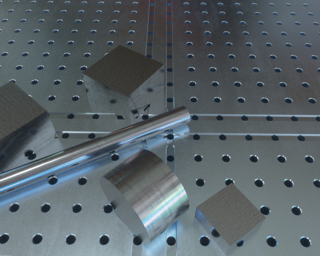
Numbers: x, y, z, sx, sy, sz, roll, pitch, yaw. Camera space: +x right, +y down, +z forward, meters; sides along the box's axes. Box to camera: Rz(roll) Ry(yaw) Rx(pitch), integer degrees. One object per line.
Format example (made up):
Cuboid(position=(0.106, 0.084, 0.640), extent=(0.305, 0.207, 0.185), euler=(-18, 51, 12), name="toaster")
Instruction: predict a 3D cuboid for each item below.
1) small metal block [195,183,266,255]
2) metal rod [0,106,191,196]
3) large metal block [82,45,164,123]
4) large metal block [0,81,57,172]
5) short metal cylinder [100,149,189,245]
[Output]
Cuboid(position=(0.073, 0.095, 0.328), extent=(0.050, 0.025, 0.050), euler=(-28, 56, -22), name="small metal block")
Cuboid(position=(-0.100, 0.033, 0.378), extent=(0.302, 0.025, 0.025), euler=(-21, 53, -17), name="metal rod")
Cuboid(position=(-0.050, -0.066, 0.446), extent=(0.080, 0.050, 0.080), euler=(28, 56, 22), name="large metal block")
Cuboid(position=(-0.194, -0.003, 0.393), extent=(0.080, 0.050, 0.080), euler=(35, 58, 26), name="large metal block")
Cuboid(position=(-0.017, 0.068, 0.314), extent=(0.050, 0.080, 0.080), euler=(-34, 58, -25), name="short metal cylinder")
